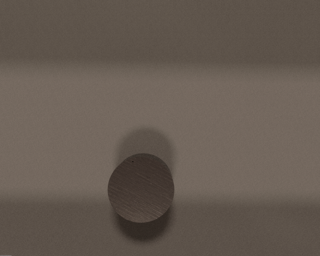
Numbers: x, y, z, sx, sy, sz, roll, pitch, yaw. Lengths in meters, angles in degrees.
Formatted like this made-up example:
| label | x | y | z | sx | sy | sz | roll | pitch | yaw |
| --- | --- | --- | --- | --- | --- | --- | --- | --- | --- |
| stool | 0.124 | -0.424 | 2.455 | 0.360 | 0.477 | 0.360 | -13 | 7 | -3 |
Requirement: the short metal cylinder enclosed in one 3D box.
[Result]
| label | x | y | z | sx | sy | sz | roll | pitch | yaw |
| --- | --- | --- | --- | --- | --- | --- | --- | --- | --- |
| short metal cylinder | -0.023 | 0.074 | 0.399 | 0.081 | 0.050 | 0.079 | 0 | 90 | -1 |
